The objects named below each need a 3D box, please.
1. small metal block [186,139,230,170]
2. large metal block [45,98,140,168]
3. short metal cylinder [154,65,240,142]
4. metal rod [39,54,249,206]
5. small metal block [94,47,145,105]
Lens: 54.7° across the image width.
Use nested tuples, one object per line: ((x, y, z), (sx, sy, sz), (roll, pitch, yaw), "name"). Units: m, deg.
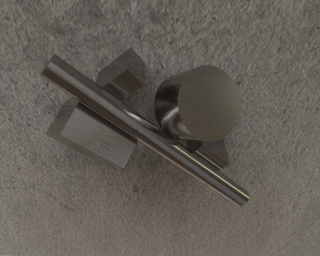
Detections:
((0.062, 0.025, 0.411), (0.050, 0.050, 0.025), (33, 122, -25), "small metal block")
((-0.081, 0.005, 0.372), (0.080, 0.050, 0.080), (33, 163, -26), "large metal block")
((0.041, -0.025, 0.344), (0.080, 0.080, 0.050), (32, 164, -24), "short metal cylinder")
((0.003, 0.018, 0.359), (0.301, 0.025, 0.025), (36, 121, -27), "metal rod")
((-0.044, -0.056, 0.345), (0.050, 0.050, 0.025), (-31, 124, 23), "small metal block")
